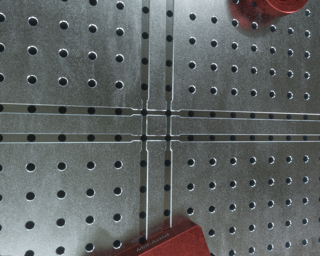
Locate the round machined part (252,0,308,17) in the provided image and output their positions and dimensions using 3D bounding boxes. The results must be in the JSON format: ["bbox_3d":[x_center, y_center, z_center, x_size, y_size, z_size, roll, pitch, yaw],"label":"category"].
[{"bbox_3d":[0.175,-0.217,0.467,0.099,0.042,0.097,0,91,-20],"label":"round machined part"}]

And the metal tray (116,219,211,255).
[{"bbox_3d":[0.005,0.192,0.412,0.131,0.030,0.090,-21,97,-19],"label":"metal tray"}]
